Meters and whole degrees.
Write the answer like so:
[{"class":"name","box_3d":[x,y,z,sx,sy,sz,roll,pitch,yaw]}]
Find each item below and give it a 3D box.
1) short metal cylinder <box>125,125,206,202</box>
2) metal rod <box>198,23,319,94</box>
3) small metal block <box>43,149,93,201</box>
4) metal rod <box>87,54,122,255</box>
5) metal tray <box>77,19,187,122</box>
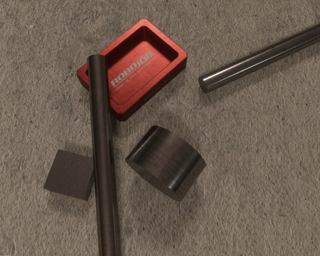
[{"class":"short metal cylinder","box_3d":[0.006,0.042,0.364,0.080,0.080,0.050,35,74,11]},{"class":"metal rod","box_3d":[0.194,-0.122,0.455,0.302,0.025,0.025,-25,72,-9]},{"class":"small metal block","box_3d":[-0.108,0.059,0.385,0.050,0.025,0.050,14,70,4]},{"class":"metal rod","box_3d":[-0.065,0.055,0.367,0.025,0.025,0.299,-6,77,-3]},{"class":"metal tray","box_3d":[-0.037,-0.083,0.435,0.090,0.030,0.130,43,75,14]}]
